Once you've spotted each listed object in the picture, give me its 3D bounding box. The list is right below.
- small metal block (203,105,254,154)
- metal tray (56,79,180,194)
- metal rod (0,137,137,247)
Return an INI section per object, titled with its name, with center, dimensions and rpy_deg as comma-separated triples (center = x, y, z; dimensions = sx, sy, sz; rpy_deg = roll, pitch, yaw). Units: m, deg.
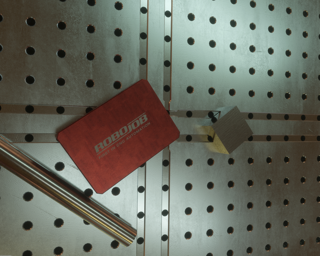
[small metal block]
center = 0.099, 0.002, 0.451
dimensions = 0.050, 0.025, 0.050
rpy_deg = -38, 102, -16
[metal tray]
center = -0.050, 0.009, 0.392
dimensions = 0.131, 0.030, 0.090
rpy_deg = -36, 102, -17
[metal rod]
center = -0.149, 0.050, 0.357
dimensions = 0.301, 0.025, 0.025
rpy_deg = 39, 77, -16
